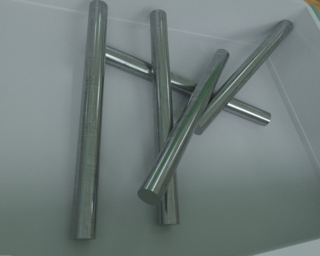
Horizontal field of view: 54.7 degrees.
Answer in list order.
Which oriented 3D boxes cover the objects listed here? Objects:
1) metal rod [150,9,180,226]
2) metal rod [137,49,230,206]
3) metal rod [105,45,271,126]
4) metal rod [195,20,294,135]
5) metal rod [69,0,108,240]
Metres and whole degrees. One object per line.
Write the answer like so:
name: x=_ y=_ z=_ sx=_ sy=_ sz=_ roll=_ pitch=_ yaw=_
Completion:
metal rod: x=0.004 y=-0.030 z=0.404 sx=0.025 sy=0.025 sz=0.299 roll=8 pitch=65 yaw=-24
metal rod: x=0.046 y=-0.026 z=0.407 sx=0.025 sy=0.025 sz=0.301 roll=36 pitch=46 yaw=-5
metal rod: x=0.039 y=-0.062 z=0.466 sx=0.302 sy=0.025 sz=0.025 roll=19 pitch=54 yaw=-17
metal rod: x=0.139 y=-0.093 z=0.492 sx=0.025 sy=0.025 sz=0.301 roll=44 pitch=61 yaw=1
metal rod: x=-0.079 y=-0.028 z=0.361 sx=0.025 sy=0.025 sz=0.299 roll=9 pitch=64 yaw=-24
